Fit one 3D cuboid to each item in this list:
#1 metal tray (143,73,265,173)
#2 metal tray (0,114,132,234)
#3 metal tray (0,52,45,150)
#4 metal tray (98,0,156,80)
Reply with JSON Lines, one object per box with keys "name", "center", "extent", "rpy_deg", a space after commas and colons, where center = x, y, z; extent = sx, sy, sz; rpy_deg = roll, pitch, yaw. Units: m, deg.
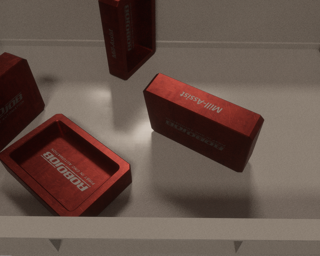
{"name": "metal tray", "center": [0.047, -0.004, 0.364], "extent": [0.130, 0.090, 0.030], "rpy_deg": [26, 65, 20]}
{"name": "metal tray", "center": [-0.109, 0.046, 0.361], "extent": [0.130, 0.030, 0.090], "rpy_deg": [33, 57, 24]}
{"name": "metal tray", "center": [-0.205, -0.019, 0.375], "extent": [0.030, 0.089, 0.130], "rpy_deg": [22, 53, 17]}
{"name": "metal tray", "center": [-0.043, -0.147, 0.460], "extent": [0.030, 0.129, 0.090], "rpy_deg": [25, 55, 19]}
